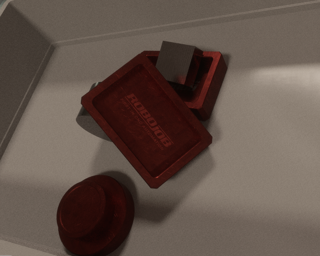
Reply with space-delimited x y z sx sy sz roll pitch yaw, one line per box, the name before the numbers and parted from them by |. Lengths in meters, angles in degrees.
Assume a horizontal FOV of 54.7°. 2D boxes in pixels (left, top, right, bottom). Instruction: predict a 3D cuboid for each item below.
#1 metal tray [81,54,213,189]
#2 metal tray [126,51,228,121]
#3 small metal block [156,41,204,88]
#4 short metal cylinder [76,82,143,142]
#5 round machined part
metal tray | -0.015 -0.007 0.357 0.090 0.030 0.130 -39 92 -8
metal tray | 0.017 -0.063 0.430 0.130 0.030 0.090 9 66 31
small metal block | 0.024 -0.085 0.414 0.050 0.025 0.050 19 96 31
short metal cylinder | -0.064 -0.018 0.413 0.080 0.080 0.050 6 65 30
round machined part | -0.084 0.102 0.375 0.098 0.042 0.098 -13 56 20
